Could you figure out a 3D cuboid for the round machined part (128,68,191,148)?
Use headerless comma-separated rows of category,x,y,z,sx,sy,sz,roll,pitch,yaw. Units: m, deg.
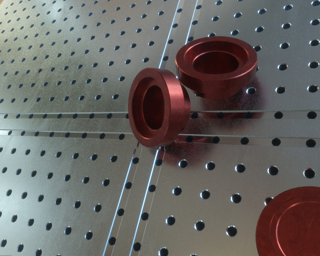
round machined part,0.001,-0.025,0.390,0.098,0.042,0.097,6,97,56

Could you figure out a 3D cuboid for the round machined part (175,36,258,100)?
round machined part,0.070,-0.073,0.390,0.099,0.042,0.098,-4,44,4

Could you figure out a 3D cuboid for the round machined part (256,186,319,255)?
round machined part,0.133,0.097,0.268,0.098,0.042,0.098,-13,56,20
